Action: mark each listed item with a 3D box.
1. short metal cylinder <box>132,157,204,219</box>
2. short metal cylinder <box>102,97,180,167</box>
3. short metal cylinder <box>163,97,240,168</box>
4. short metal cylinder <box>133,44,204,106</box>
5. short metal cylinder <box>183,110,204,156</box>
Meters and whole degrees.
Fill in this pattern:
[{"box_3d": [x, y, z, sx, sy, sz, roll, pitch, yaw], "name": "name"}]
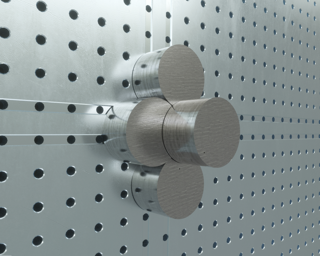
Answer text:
[{"box_3d": [0.011, 0.073, 0.401, 0.081, 0.050, 0.080, 2, 87, -40], "name": "short metal cylinder"}, {"box_3d": [-0.021, 0.004, 0.374, 0.081, 0.050, 0.079, 0, 90, -40], "name": "short metal cylinder"}, {"box_3d": [0.050, 0.005, 0.368, 0.081, 0.050, 0.079, 0, 90, -40], "name": "short metal cylinder"}, {"box_3d": [0.012, -0.063, 0.402, 0.081, 0.050, 0.079, 0, 90, -41], "name": "short metal cylinder"}, {"box_3d": [0.045, 0.005, 0.429, 0.081, 0.050, 0.079, 0, 90, -40], "name": "short metal cylinder"}]
